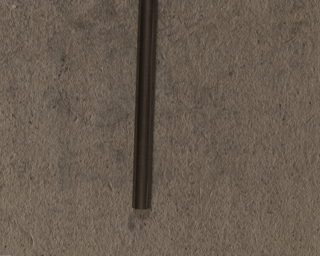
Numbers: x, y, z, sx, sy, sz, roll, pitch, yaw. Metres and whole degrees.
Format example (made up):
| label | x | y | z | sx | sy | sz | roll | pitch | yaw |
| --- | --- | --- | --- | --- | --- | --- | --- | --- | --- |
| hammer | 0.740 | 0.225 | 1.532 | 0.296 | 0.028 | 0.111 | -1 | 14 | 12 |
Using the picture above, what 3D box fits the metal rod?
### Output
| label | x | y | z | sx | sy | sz | roll | pitch | yaw |
| --- | --- | --- | --- | --- | --- | --- | --- | --- | --- |
| metal rod | -0.020 | -0.044 | 0.409 | 0.025 | 0.025 | 0.298 | 2 | 90 | -1 |
